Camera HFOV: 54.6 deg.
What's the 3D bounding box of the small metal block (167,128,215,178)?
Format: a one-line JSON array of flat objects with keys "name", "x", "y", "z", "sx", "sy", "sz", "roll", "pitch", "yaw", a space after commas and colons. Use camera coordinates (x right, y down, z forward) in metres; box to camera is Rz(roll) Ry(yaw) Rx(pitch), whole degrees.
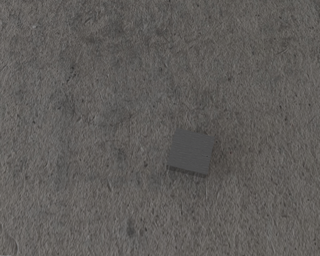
[{"name": "small metal block", "x": 0.039, "y": 0.032, "z": 0.397, "sx": 0.050, "sy": 0.025, "sz": 0.050, "roll": 14, "pitch": 71, "yaw": 5}]
